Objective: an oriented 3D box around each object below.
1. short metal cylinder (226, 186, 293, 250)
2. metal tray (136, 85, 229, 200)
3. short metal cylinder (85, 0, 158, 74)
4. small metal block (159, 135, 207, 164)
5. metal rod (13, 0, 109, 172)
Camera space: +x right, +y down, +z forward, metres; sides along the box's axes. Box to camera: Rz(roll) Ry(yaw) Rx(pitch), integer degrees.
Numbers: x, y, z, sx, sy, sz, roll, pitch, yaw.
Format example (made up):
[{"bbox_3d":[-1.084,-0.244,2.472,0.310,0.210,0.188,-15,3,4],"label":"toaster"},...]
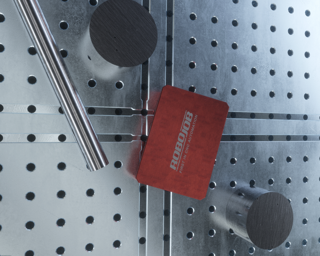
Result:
[{"bbox_3d":[0.145,0.128,0.453,0.081,0.050,0.079,0,90,-20],"label":"short metal cylinder"},{"bbox_3d":[0.029,0.018,0.405,0.091,0.030,0.129,17,82,-3],"label":"metal tray"},{"bbox_3d":[-0.049,-0.110,0.381,0.081,0.050,0.079,0,90,-20],"label":"short metal cylinder"},{"bbox_3d":[0.030,0.028,0.424,0.050,0.025,0.050,-23,98,-19],"label":"small metal block"},{"bbox_3d":[-0.131,-0.089,0.364,0.025,0.025,0.299,-25,98,-18],"label":"metal rod"}]
